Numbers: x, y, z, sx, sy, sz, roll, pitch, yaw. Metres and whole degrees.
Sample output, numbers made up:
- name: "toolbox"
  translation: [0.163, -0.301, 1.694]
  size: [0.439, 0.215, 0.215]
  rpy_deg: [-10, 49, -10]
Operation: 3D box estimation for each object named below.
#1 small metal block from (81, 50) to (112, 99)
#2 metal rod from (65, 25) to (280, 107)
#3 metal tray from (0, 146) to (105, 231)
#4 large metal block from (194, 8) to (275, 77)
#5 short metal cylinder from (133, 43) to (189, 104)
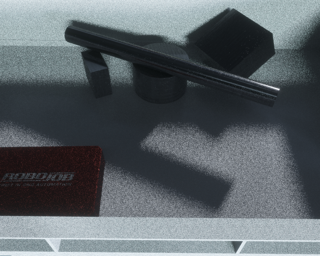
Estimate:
- name: "small metal block"
  translation: [-0.093, -0.080, 0.455]
  size: [0.025, 0.050, 0.050]
  rpy_deg: [-19, 53, -15]
- name: "metal rod"
  translation: [0.004, -0.087, 0.413]
  size: [0.301, 0.025, 0.025]
  rpy_deg: [21, 53, 16]
- name: "metal tray"
  translation: [-0.133, 0.065, 0.346]
  size: [0.131, 0.030, 0.090]
  rpy_deg: [-1, 50, -1]
- name: "large metal block"
  translation: [0.113, -0.121, 0.471]
  size: [0.080, 0.050, 0.080]
  rpy_deg: [-42, 58, 2]
- name: "short metal cylinder"
  translation: [0.001, -0.081, 0.457]
  size: [0.081, 0.050, 0.080]
  rpy_deg: [0, 50, 0]
